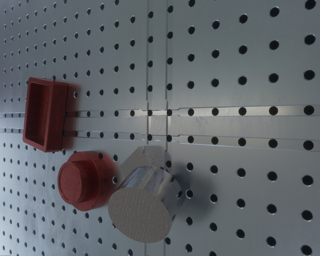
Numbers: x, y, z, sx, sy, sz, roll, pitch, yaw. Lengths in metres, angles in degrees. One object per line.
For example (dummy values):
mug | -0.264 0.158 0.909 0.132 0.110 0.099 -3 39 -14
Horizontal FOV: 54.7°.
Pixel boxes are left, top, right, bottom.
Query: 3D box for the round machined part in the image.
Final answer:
round machined part | -0.131 0.087 0.507 0.098 0.042 0.097 0 90 40

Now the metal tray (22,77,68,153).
metal tray | -0.219 -0.027 0.587 0.090 0.030 0.129 15 99 39

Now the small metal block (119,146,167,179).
small metal block | -0.023 0.060 0.429 0.050 0.025 0.050 -45 63 30

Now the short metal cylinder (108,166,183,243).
short metal cylinder | -0.017 0.094 0.386 0.080 0.050 0.079 8 115 17
